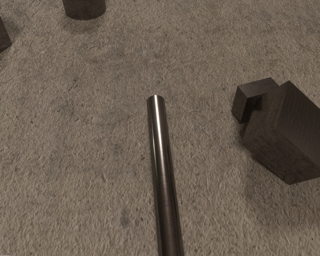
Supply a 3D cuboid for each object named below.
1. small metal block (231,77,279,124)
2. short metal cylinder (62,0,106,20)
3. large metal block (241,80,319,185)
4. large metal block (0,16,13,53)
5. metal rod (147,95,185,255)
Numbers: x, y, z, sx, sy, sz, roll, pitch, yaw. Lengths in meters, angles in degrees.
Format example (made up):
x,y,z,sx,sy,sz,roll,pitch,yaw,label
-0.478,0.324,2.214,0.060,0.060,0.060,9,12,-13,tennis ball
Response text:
x,y,z,sx,sy,sz,roll,pitch,yaw,label
0.129,-0.037,0.419,0.050,0.050,0.025,-15,51,-13,small metal block
-0.148,-0.252,0.597,0.081,0.050,0.080,0,50,0,short metal cylinder
0.151,0.006,0.361,0.080,0.050,0.080,39,53,-12,large metal block
-0.304,-0.167,0.504,0.080,0.080,0.050,21,53,16,large metal block
0.006,0.077,0.338,0.025,0.025,0.300,-3,50,-3,metal rod
